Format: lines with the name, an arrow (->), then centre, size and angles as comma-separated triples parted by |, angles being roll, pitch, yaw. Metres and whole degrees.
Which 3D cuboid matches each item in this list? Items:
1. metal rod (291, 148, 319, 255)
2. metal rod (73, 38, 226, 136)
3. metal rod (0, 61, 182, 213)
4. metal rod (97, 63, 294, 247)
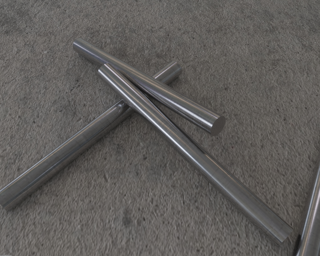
metal rod -> 0.192, 0.053, 0.359 | 0.025, 0.025, 0.301 | 23, 54, 18
metal rod -> -0.035, -0.070, 0.430 | 0.025, 0.025, 0.300 | -35, 49, -26
metal rod -> -0.074, -0.006, 0.407 | 0.025, 0.025, 0.302 | 33, 57, 25
metal rod -> 0.025, 0.016, 0.369 | 0.025, 0.025, 0.300 | -35, 64, -26
